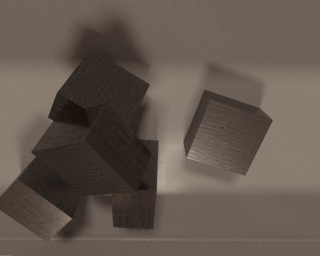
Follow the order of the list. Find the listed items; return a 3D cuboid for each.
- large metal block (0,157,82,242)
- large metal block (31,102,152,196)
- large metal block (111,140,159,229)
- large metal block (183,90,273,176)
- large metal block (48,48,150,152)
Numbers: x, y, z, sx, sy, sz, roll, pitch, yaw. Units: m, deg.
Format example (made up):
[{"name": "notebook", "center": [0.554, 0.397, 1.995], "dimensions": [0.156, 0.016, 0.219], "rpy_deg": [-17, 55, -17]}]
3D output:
[{"name": "large metal block", "center": [-0.154, 0.088, 0.412], "dimensions": [0.080, 0.080, 0.050], "rpy_deg": [42, 105, -14]}, {"name": "large metal block", "center": [-0.069, 0.026, 0.326], "dimensions": [0.080, 0.050, 0.080], "rpy_deg": [-12, 131, 34]}, {"name": "large metal block", "center": [-0.030, 0.071, 0.395], "dimensions": [0.050, 0.080, 0.079], "rpy_deg": [4, 131, -2]}, {"name": "large metal block", "center": [0.084, 0.005, 0.401], "dimensions": [0.080, 0.050, 0.079], "rpy_deg": [18, 109, -7]}, {"name": "large metal block", "center": [-0.069, -0.032, 0.362], "dimensions": [0.080, 0.080, 0.050], "rpy_deg": [31, 140, -11]}]
